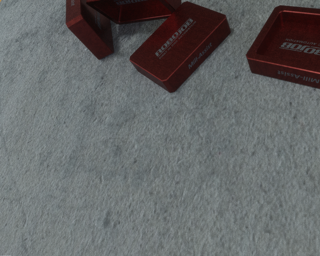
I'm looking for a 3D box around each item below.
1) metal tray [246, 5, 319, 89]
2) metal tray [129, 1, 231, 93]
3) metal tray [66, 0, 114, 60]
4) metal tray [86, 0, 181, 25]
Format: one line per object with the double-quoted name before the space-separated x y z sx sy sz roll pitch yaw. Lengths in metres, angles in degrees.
"metal tray" 0.181 -0.095 0.363 0.130 0.030 0.090 23 74 36
"metal tray" 0.028 -0.123 0.460 0.130 0.030 0.090 -47 52 -5
"metal tray" -0.122 -0.194 0.542 0.030 0.090 0.130 -24 53 16
"metal tray" -0.042 -0.208 0.506 0.130 0.090 0.030 3 85 29
